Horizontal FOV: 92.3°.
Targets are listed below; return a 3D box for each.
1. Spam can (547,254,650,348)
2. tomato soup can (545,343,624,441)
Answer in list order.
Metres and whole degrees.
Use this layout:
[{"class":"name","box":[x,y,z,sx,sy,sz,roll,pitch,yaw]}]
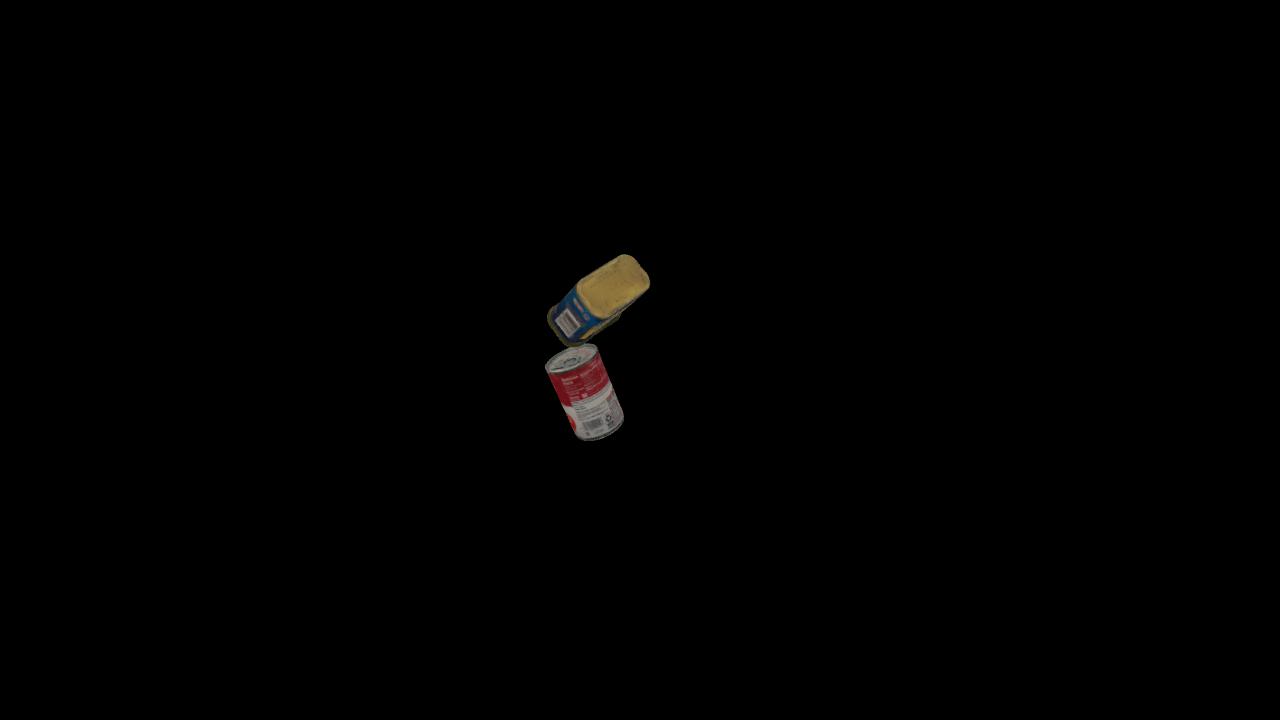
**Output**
[{"class":"Spam can","box":[-0.047,-0.070,0.720,0.101,0.058,0.085,-39,3,-35]},{"class":"tomato soup can","box":[-0.065,0.040,0.752,0.068,0.101,0.068,-17,24,8]}]
